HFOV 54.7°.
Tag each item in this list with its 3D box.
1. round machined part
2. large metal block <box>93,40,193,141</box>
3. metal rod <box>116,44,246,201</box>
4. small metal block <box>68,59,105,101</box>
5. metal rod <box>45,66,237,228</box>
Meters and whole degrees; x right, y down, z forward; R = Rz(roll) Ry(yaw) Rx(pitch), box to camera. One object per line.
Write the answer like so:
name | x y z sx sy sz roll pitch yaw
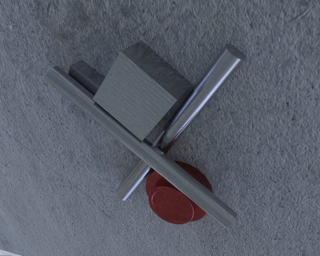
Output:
round machined part | 0.023 0.099 0.444 0.098 0.042 0.097 13 124 20
large metal block | -0.022 -0.045 0.376 0.080 0.050 0.080 41 129 0
metal rod | 0.009 0.014 0.413 0.025 0.025 0.298 38 129 2
small metal block | -0.101 -0.057 0.426 0.050 0.025 0.050 37 129 3
metal rod | -0.025 0.024 0.402 0.300 0.025 0.025 39 129 1
